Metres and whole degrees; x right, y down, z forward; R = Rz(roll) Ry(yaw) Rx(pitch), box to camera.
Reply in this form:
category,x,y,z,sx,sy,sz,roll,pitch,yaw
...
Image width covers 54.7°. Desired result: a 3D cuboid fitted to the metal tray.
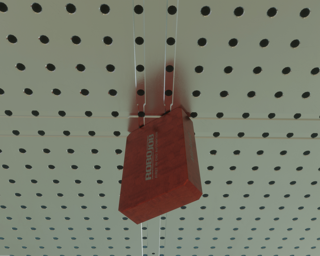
category,x,y,z,sx,sy,sz,roll,pitch,yaw
metal tray,-0.001,0.041,0.378,0.090,0.130,0.030,-28,125,21
